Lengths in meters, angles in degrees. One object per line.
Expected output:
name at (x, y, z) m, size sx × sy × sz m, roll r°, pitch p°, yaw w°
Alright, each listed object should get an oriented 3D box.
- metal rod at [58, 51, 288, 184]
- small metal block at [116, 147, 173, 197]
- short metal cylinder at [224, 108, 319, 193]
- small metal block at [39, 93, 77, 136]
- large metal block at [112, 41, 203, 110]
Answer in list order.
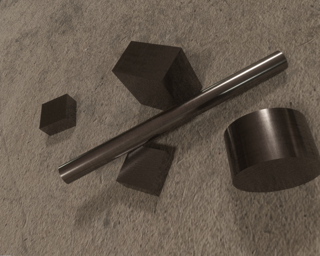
metal rod at (0.015, -0.013, 0.379) m, size 0.301 × 0.025 × 0.025 m, roll -28°, pitch 52°, yaw 1°
small metal block at (-0.018, 0.051, 0.381) m, size 0.050 × 0.025 × 0.050 m, roll 9°, pitch 66°, yaw 31°
short metal cylinder at (0.106, 0.024, 0.298) m, size 0.080 × 0.080 × 0.050 m, roll -16°, pitch 56°, yaw 19°
small metal block at (-0.164, -0.021, 0.501) m, size 0.050 × 0.025 × 0.050 m, roll -20°, pitch 54°, yaw 16°
large metal block at (-0.002, -0.064, 0.408) m, size 0.080 × 0.080 × 0.050 m, roll 18°, pitch 71°, yaw 35°
